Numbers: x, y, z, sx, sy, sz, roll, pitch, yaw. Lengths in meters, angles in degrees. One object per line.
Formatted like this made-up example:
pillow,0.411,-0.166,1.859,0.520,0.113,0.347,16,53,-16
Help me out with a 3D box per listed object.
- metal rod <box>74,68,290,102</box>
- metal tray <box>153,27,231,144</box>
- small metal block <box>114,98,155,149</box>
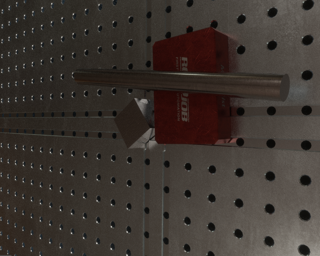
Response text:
metal rod,-0.003,-0.057,0.370,0.300,0.025,0.025,10,97,39
metal tray,0.036,-0.046,0.375,0.090,0.030,0.129,-2,88,39
small metal block,-0.032,-0.006,0.433,0.050,0.025,0.050,-42,65,31
